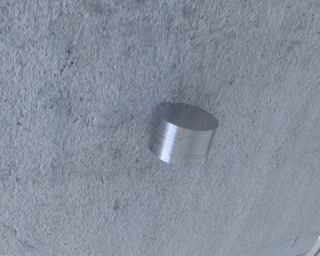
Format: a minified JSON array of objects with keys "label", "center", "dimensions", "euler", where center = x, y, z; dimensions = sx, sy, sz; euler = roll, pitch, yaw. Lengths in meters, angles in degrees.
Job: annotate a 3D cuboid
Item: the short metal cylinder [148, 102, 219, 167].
[{"label":"short metal cylinder","center":[0.029,0.006,0.394],"dimensions":[0.081,0.080,0.050],"euler":[-1,119,-28]}]
